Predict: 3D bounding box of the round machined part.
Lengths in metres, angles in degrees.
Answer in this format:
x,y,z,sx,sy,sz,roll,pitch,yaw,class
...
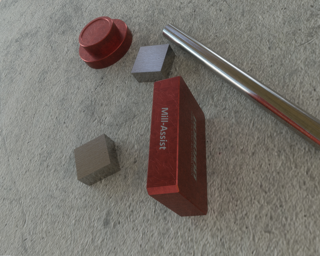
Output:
x,y,z,sx,sy,sz,roll,pitch,yaw,class
-0.101,-0.155,0.539,0.098,0.042,0.098,-13,56,20,round machined part

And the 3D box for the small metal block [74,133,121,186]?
x,y,z,sx,sy,sz,roll,pitch,yaw,class
-0.086,0.043,0.421,0.050,0.025,0.050,-28,52,10,small metal block

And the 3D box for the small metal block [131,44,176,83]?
x,y,z,sx,sy,sz,roll,pitch,yaw,class
-0.010,-0.097,0.467,0.050,0.025,0.050,2,63,29,small metal block

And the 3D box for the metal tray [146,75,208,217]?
x,y,z,sx,sy,sz,roll,pitch,yaw,class
0.023,0.021,0.336,0.030,0.090,0.130,-11,57,22,metal tray

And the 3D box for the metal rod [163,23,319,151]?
x,y,z,sx,sy,sz,roll,pitch,yaw,class
0.094,-0.066,0.394,0.025,0.025,0.300,-42,51,-1,metal rod
